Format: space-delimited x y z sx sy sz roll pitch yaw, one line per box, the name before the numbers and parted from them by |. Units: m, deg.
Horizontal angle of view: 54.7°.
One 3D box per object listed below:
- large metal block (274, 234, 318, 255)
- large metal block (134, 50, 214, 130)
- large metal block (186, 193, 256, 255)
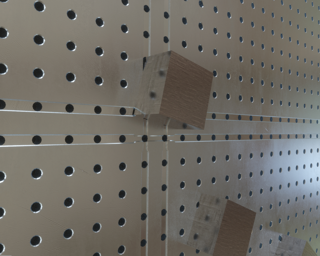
large metal block | 0.274 0.276 0.627 0.080 0.050 0.080 49 61 -29
large metal block | 0.020 -0.046 0.412 0.080 0.050 0.080 18 79 -39
large metal block | 0.096 0.155 0.477 0.080 0.050 0.080 31 71 -36
